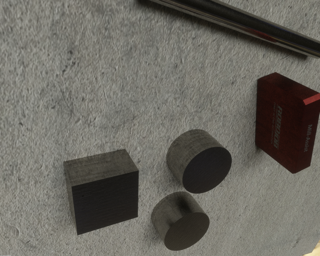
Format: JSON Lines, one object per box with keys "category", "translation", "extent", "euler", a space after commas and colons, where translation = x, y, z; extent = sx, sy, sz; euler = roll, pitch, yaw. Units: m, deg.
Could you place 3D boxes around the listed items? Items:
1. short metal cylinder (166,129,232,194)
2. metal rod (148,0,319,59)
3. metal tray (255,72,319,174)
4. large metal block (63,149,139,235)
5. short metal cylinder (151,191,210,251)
{"category": "short metal cylinder", "translation": [0.056, 0.048, 0.452], "extent": [0.081, 0.050, 0.079], "euler": [-14, 124, -21]}
{"category": "metal rod", "translation": [0.111, -0.130, 0.387], "extent": [0.302, 0.025, 0.025], "euler": [6, 116, -31]}
{"category": "metal tray", "translation": [0.185, -0.007, 0.461], "extent": [0.030, 0.090, 0.129], "euler": [-22, 127, -16]}
{"category": "large metal block", "translation": [-0.075, 0.081, 0.400], "extent": [0.081, 0.050, 0.079], "euler": [-11, 123, -23]}
{"category": "short metal cylinder", "translation": [0.033, 0.150, 0.502], "extent": [0.081, 0.050, 0.079], "euler": [-14, 124, -21]}
